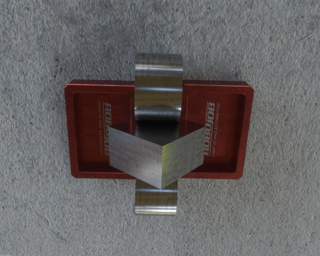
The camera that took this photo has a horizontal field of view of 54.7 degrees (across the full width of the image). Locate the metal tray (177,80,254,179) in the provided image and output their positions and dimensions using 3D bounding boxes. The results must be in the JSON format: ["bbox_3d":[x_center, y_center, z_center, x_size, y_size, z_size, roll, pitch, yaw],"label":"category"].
[{"bbox_3d":[0.068,0.004,0.411,0.091,0.030,0.129,1,110,-1],"label":"metal tray"}]

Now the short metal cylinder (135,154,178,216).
[{"bbox_3d":[-0.005,0.075,0.409,0.050,0.080,0.079,2,110,-1],"label":"short metal cylinder"}]

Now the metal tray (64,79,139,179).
[{"bbox_3d":[-0.073,0.003,0.409,0.091,0.030,0.129,1,110,-1],"label":"metal tray"}]

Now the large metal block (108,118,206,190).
[{"bbox_3d":[-0.003,0.021,0.367,0.080,0.081,0.050,18,116,36],"label":"large metal block"}]

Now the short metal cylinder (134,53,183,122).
[{"bbox_3d":[-0.002,-0.047,0.364,0.050,0.080,0.079,2,110,-1],"label":"short metal cylinder"}]
